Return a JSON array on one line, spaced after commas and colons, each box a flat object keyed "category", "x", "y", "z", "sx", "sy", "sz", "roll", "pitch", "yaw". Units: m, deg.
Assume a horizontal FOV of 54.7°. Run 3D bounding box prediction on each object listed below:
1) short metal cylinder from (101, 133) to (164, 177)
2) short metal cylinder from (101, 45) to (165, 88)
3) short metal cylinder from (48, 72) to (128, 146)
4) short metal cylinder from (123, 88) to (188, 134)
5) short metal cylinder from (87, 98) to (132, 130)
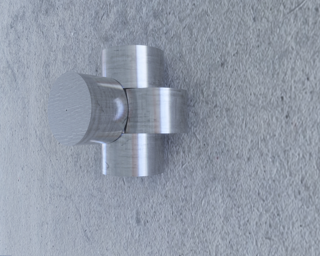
[{"category": "short metal cylinder", "x": -0.035, "y": 0.031, "z": 0.397, "sx": 0.080, "sy": 0.081, "sz": 0.050, "roll": 0, "pitch": 90, "yaw": 39}, {"category": "short metal cylinder", "x": -0.034, "y": -0.071, "z": 0.397, "sx": 0.080, "sy": 0.081, "sz": 0.050, "roll": -2, "pitch": 89, "yaw": 39}, {"category": "short metal cylinder", "x": -0.083, "y": -0.021, "z": 0.351, "sx": 0.080, "sy": 0.050, "sz": 0.079, "roll": 0, "pitch": 90, "yaw": 39}, {"category": "short metal cylinder", "x": -0.007, "y": -0.019, "z": 0.374, "sx": 0.080, "sy": 0.081, "sz": 0.050, "roll": 0, "pitch": 90, "yaw": 39}, {"category": "short metal cylinder", "x": -0.069, "y": -0.019, "z": 0.425, "sx": 0.080, "sy": 0.081, "sz": 0.050, "roll": -1, "pitch": 89, "yaw": 39}]
